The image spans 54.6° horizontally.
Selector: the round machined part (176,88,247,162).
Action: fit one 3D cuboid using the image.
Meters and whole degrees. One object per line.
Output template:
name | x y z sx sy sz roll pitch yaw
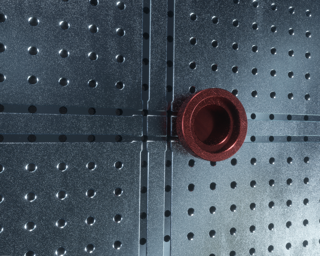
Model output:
round machined part | 0.067 -0.004 0.428 0.099 0.042 0.097 0 90 -20
